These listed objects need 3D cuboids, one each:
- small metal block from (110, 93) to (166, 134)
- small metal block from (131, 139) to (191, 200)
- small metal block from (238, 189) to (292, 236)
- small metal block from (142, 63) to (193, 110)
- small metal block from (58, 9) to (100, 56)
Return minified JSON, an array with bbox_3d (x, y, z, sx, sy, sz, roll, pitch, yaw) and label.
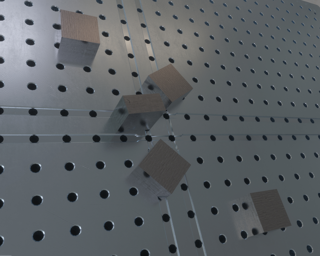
[{"bbox_3d":[-0.028,-0.018,0.387,0.050,0.050,0.025,-7,66,-31],"label":"small metal block"},{"bbox_3d":[0.002,0.050,0.378,0.050,0.025,0.050,41,51,-1],"label":"small metal block"},{"bbox_3d":[0.140,0.112,0.414,0.050,0.025,0.050,-1,62,-29],"label":"small metal block"},{"bbox_3d":[0.011,-0.059,0.450,0.050,0.025,0.050,49,51,6],"label":"small metal block"},{"bbox_3d":[-0.113,-0.131,0.427,0.050,0.025,0.050,3,60,-27],"label":"small metal block"}]
